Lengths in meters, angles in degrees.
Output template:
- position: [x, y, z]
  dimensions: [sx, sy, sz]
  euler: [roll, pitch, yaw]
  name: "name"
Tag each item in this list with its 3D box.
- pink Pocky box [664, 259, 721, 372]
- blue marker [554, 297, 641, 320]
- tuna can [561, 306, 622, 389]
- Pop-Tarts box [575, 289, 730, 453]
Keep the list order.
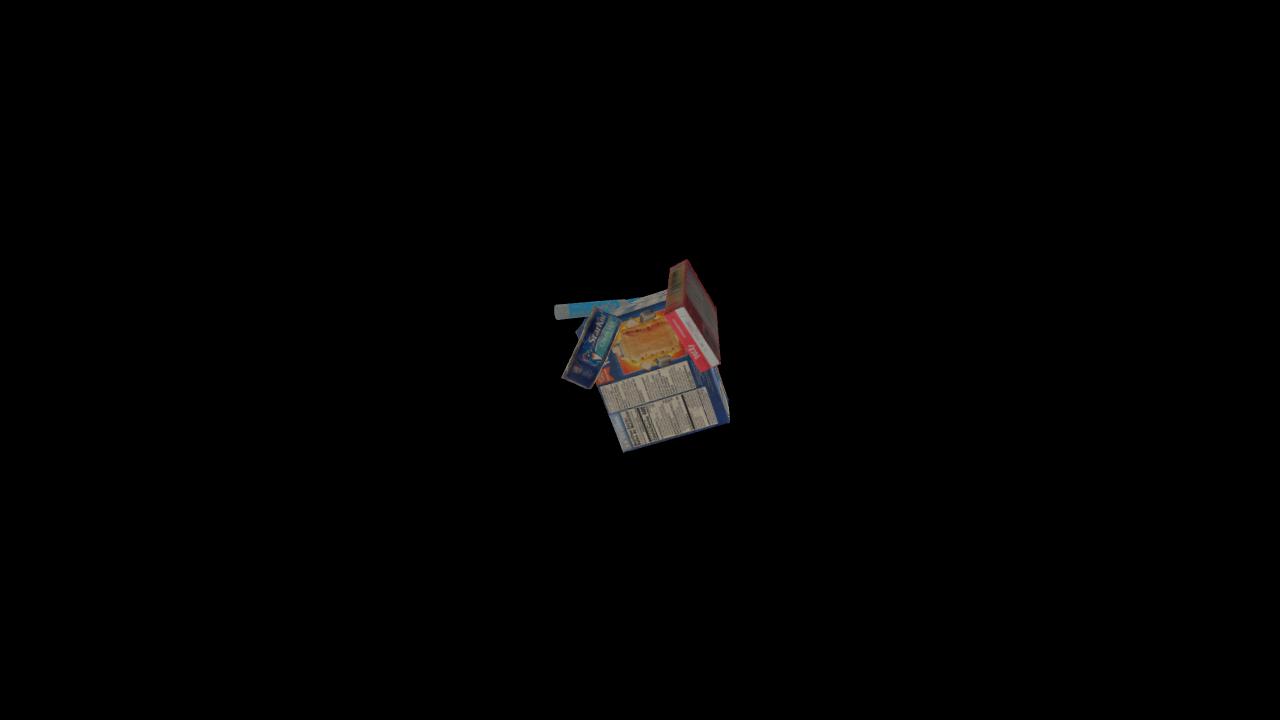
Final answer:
- position: [0.064, -0.057, 0.734]
  dimensions: [0.029, 0.084, 0.155]
  euler: [-27, 23, 18]
  name: "pink Pocky box"
- position: [-0.046, -0.064, 0.763]
  dimensions: [0.121, 0.020, 0.020]
  euler: [-7, 3, -21]
  name: "blue marker"
- position: [-0.050, -0.012, 0.643]
  dimensions: [0.034, 0.084, 0.084]
  euler: [25, -3, -6]
  name: "tuna can"
- position: [0.020, 0.008, 0.765]
  dimensions: [0.141, 0.167, 0.083]
  euler: [-18, 13, 12]
  name: "Pop-Tarts box"
